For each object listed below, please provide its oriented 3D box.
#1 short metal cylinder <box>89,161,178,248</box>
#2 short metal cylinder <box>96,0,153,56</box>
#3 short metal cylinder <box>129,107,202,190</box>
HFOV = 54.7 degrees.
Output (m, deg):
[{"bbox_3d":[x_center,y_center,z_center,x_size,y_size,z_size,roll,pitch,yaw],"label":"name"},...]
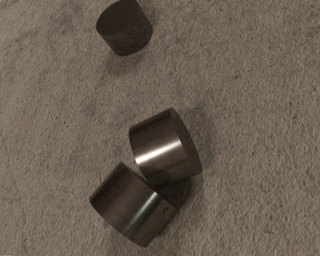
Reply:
[{"bbox_3d":[-0.028,0.080,0.333,0.080,0.080,0.050,34,81,38],"label":"short metal cylinder"},{"bbox_3d":[-0.059,-0.169,0.521,0.080,0.050,0.080,-13,56,20],"label":"short metal cylinder"},{"bbox_3d":[0.007,0.023,0.349,0.050,0.080,0.080,-25,53,12],"label":"short metal cylinder"}]
